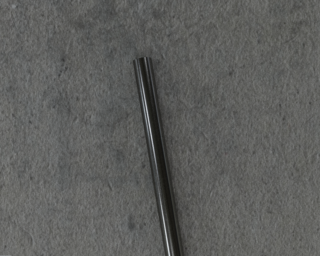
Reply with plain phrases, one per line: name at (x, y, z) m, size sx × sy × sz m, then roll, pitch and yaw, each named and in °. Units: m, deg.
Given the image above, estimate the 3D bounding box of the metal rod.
metal rod at (0.001, 0.057, 0.410) m, size 0.025 × 0.025 × 0.298 m, roll -9°, pitch 90°, yaw 0°
